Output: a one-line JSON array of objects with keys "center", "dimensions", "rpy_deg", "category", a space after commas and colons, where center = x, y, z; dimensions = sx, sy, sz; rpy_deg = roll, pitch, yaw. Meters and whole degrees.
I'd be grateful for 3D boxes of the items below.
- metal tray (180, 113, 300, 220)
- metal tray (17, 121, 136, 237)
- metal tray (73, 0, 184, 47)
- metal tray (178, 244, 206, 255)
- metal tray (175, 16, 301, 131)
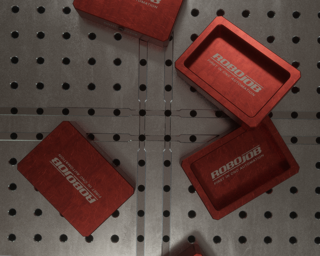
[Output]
[{"center": [0.103, 0.050, 0.412], "dimensions": [0.130, 0.030, 0.090], "rpy_deg": [-31, 90, -1], "category": "metal tray"}, {"center": [-0.108, 0.065, 0.410], "dimensions": [0.090, 0.030, 0.130], "rpy_deg": [-44, 91, 0], "category": "metal tray"}, {"center": [-0.036, -0.173, 0.410], "dimensions": [0.131, 0.030, 0.090], "rpy_deg": [21, 90, -1], "category": "metal tray"}, {"center": [0.024, 0.231, 0.411], "dimensions": [0.130, 0.030, 0.090], "rpy_deg": [-36, 90, -1], "category": "metal tray"}, {"center": [0.095, -0.070, 0.395], "dimensions": [0.130, 0.030, 0.090], "rpy_deg": [42, 89, 15], "category": "metal tray"}]
